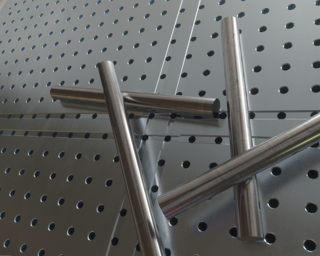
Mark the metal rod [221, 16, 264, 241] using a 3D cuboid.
[{"bbox_3d":[0.094,-0.023,0.373,0.025,0.025,0.300,-11,57,22],"label":"metal rod"}]

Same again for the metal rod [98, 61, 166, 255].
[{"bbox_3d":[-0.041,0.030,0.392,0.025,0.025,0.299,-26,59,12],"label":"metal rod"}]

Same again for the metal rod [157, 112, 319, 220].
[{"bbox_3d":[0.136,0.011,0.307,0.301,0.025,0.025,-28,52,1],"label":"metal rod"}]

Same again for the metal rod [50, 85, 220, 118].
[{"bbox_3d":[-0.056,-0.044,0.465,0.300,0.025,0.025,9,66,32],"label":"metal rod"}]
